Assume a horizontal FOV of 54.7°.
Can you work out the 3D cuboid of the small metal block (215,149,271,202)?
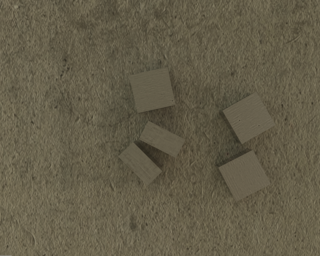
[{"bbox_3d":[0.109,0.061,0.411,0.050,0.025,0.050,-27,90,0],"label":"small metal block"}]

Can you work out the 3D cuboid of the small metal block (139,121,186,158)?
[{"bbox_3d":[0.003,0.014,0.397,0.050,0.050,0.025,27,90,0],"label":"small metal block"}]

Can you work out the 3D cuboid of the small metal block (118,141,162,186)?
[{"bbox_3d":[-0.024,0.043,0.397,0.025,0.050,0.050,-45,90,0],"label":"small metal block"}]

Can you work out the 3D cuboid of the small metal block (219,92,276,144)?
[{"bbox_3d":[0.115,-0.013,0.411,0.050,0.025,0.050,-30,90,0],"label":"small metal block"}]

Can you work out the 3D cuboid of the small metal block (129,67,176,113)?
[{"bbox_3d":[-0.010,-0.049,0.410,0.050,0.025,0.050,-12,90,0],"label":"small metal block"}]
